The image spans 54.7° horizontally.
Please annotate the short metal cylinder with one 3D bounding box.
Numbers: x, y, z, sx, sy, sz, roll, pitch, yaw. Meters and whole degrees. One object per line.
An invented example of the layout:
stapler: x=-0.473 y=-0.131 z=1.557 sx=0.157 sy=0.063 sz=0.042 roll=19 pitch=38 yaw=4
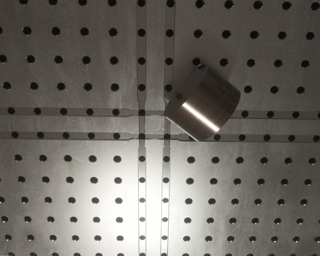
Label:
short metal cylinder: x=0.050 y=-0.031 z=0.374 sx=0.050 sy=0.080 sz=0.080 roll=38 pitch=106 yaw=-13
